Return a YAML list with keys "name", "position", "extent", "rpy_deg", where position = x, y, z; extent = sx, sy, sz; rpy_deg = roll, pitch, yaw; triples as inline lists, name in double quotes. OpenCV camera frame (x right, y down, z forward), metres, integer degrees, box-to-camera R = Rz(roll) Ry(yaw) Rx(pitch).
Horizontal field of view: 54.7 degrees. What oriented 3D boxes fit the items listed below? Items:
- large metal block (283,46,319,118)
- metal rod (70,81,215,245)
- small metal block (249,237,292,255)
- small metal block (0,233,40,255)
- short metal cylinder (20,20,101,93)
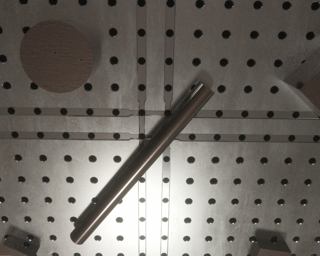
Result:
- name: "large metal block"
  position: [0.219, -0.056, 0.383]
  extent: [0.080, 0.050, 0.080]
  rpy_deg: [40, 105, -14]
- name: "metal rod"
  position: [-0.033, 0.058, 0.434]
  extent: [0.025, 0.025, 0.299]
  rpy_deg: [37, 106, -13]
- name: "small metal block"
  position: [0.172, 0.206, 0.492]
  extent: [0.050, 0.025, 0.050]
  rpy_deg: [10, 110, -4]
- name: "small metal block"
  position: [-0.226, 0.201, 0.485]
  extent: [0.050, 0.025, 0.050]
  rpy_deg: [30, 107, -11]
- name: "short metal cylinder"
  position: [-0.115, -0.086, 0.367]
  extent: [0.081, 0.050, 0.079]
  rpy_deg: [0, 110, -1]
